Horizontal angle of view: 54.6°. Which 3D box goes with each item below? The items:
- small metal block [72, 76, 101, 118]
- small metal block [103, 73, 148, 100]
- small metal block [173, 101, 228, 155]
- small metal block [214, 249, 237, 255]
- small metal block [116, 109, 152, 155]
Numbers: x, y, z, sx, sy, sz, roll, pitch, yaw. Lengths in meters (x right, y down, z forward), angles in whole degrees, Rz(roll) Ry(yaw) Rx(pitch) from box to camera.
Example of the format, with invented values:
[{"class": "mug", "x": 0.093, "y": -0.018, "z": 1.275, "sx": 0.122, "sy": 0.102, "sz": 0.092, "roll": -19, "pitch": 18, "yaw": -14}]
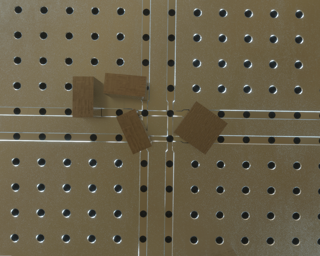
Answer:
[{"class": "small metal block", "x": -0.093, "y": -0.038, "z": 0.400, "sx": 0.025, "sy": 0.050, "sz": 0.050, "roll": 0, "pitch": 90, "yaw": 0}, {"class": "small metal block", "x": -0.042, "y": -0.052, "z": 0.401, "sx": 0.050, "sy": 0.050, "sz": 0.025, "roll": 5, "pitch": 90, "yaw": 0}, {"class": "small metal block", "x": 0.053, "y": 0.000, "z": 0.414, "sx": 0.050, "sy": 0.025, "sz": 0.050, "roll": 36, "pitch": 90, "yaw": 0}, {"class": "small metal block", "x": 0.085, "y": 0.198, "z": 0.414, "sx": 0.050, "sy": 0.025, "sz": 0.050, "roll": -20, "pitch": 90, "yaw": 0}, {"class": "small metal block", "x": -0.031, "y": 0.004, "z": 0.401, "sx": 0.025, "sy": 0.050, "sz": 0.050, "roll": -24, "pitch": 90, "yaw": 0}]
